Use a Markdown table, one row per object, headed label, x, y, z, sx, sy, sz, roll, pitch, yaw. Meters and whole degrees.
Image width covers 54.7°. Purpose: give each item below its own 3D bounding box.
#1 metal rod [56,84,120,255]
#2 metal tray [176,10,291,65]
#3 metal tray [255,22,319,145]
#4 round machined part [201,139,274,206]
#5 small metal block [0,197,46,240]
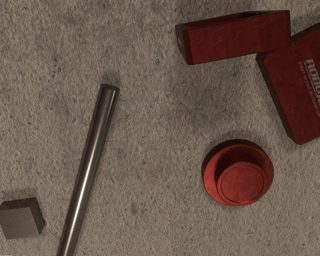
| label | x | y | z | sx | sy | sz | roll | pitch | yaw |
| --- | --- | --- | --- | --- | --- | --- | --- | --- | --- |
| metal rod | -0.108 | 0.082 | 0.438 | 0.025 | 0.025 | 0.298 | 17 | 109 | -7 |
| metal tray | 0.065 | -0.097 | 0.319 | 0.091 | 0.130 | 0.030 | -10 | 110 | 3 |
| metal tray | 0.189 | -0.053 | 0.390 | 0.090 | 0.030 | 0.130 | -26 | 108 | 9 |
| round machined part | 0.108 | 0.068 | 0.427 | 0.099 | 0.042 | 0.097 | 0 | 110 | -1 |
| small metal block | -0.204 | 0.133 | 0.456 | 0.050 | 0.025 | 0.050 | -8 | 110 | 2 |
